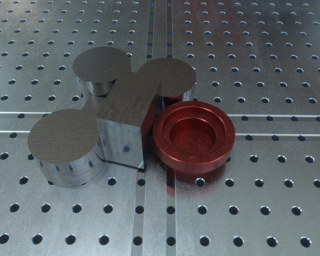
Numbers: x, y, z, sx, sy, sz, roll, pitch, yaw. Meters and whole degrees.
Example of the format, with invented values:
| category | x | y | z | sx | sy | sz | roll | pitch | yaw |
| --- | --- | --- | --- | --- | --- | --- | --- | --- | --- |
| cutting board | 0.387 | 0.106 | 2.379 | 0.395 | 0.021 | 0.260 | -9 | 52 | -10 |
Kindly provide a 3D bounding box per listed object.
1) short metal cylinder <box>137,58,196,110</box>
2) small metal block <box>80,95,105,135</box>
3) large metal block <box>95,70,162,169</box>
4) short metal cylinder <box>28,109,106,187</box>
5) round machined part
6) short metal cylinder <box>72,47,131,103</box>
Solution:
| category | x | y | z | sx | sy | sz | roll | pitch | yaw |
| --- | --- | --- | --- | --- | --- | --- | --- | --- | --- |
| short metal cylinder | 0.009 | -0.054 | 0.436 | 0.080 | 0.050 | 0.080 | 0 | 50 | 0 |
| small metal block | -0.079 | -0.014 | 0.418 | 0.050 | 0.025 | 0.050 | 12 | 51 | 9 |
| large metal block | -0.033 | -0.010 | 0.376 | 0.050 | 0.080 | 0.080 | 12 | 51 | 10 |
| short metal cylinder | -0.108 | 0.023 | 0.371 | 0.080 | 0.050 | 0.080 | 0 | 50 | 0 |
| round machined part | 0.040 | 0.015 | 0.384 | 0.099 | 0.042 | 0.098 | 0 | 50 | 0 |
| short metal cylinder | -0.082 | -0.074 | 0.453 | 0.080 | 0.050 | 0.080 | 0 | 50 | 0 |
